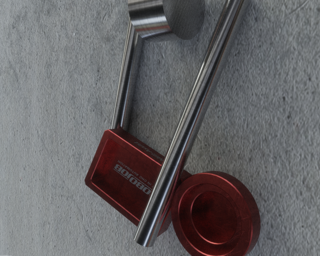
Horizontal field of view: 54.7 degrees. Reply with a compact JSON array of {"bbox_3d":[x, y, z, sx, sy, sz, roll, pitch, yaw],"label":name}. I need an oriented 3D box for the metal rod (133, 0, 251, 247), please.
[{"bbox_3d":[0.034,-0.007,0.347,0.025,0.025,0.298,25,97,37],"label":"metal rod"}]

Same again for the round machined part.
[{"bbox_3d":[0.064,0.096,0.342,0.098,0.042,0.097,0,90,40],"label":"round machined part"}]

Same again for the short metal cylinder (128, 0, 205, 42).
[{"bbox_3d":[0.009,-0.143,0.361,0.050,0.081,0.079,9,96,40],"label":"short metal cylinder"}]

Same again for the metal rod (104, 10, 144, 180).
[{"bbox_3d":[-0.046,-0.069,0.443,0.025,0.025,0.298,18,101,38],"label":"metal rod"}]

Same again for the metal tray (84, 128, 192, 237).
[{"bbox_3d":[-0.032,0.069,0.409,0.130,0.030,0.089,32,107,24],"label":"metal tray"}]
